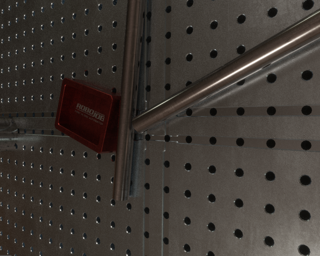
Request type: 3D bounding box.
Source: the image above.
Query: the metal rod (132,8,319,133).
[{"bbox_3d":[0.078,-0.060,0.343,0.299,0.025,0.025,-27,73,36],"label":"metal rod"}]

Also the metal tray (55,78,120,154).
[{"bbox_3d":[-0.115,-0.023,0.498,0.130,0.030,0.089,23,104,37],"label":"metal tray"}]

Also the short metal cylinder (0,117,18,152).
[{"bbox_3d":[-0.359,0.014,0.684,0.080,0.050,0.079,0,90,39],"label":"short metal cylinder"}]

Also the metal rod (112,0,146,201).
[{"bbox_3d":[-0.045,-0.045,0.443,0.025,0.025,0.298,8,95,39],"label":"metal rod"}]
